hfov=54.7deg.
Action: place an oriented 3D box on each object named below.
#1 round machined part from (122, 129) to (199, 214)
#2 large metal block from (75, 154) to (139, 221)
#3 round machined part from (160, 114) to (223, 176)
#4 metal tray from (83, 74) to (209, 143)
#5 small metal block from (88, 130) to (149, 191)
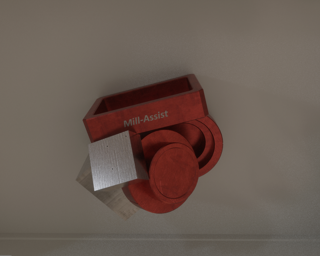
[{"bbox_3d":[0.006,0.050,0.357,0.099,0.042,0.097,1,88,-33],"label":"round machined part"},{"bbox_3d":[-0.052,0.057,0.401,0.050,0.080,0.080,-42,105,14],"label":"large metal block"},{"bbox_3d":[0.030,0.016,0.408,0.099,0.042,0.097,0,110,-1],"label":"round machined part"},{"bbox_3d":[-0.015,-0.026,0.365,0.131,0.090,0.030,-14,110,4],"label":"metal tray"},{"bbox_3d":[-0.044,0.036,0.324,0.050,0.025,0.050,-19,71,19],"label":"small metal block"}]
